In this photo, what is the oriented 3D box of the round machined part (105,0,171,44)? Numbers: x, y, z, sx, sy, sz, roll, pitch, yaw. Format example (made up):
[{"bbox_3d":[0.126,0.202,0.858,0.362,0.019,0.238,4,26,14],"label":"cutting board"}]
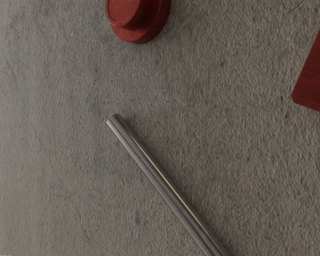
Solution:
[{"bbox_3d":[-0.037,-0.167,0.422,0.098,0.042,0.097,0,90,39],"label":"round machined part"}]

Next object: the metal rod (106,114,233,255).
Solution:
[{"bbox_3d":[0.018,0.088,0.388,0.300,0.025,0.025,49,119,28],"label":"metal rod"}]

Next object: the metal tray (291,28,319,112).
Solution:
[{"bbox_3d":[0.179,-0.067,0.254,0.090,0.030,0.129,29,108,36],"label":"metal tray"}]
